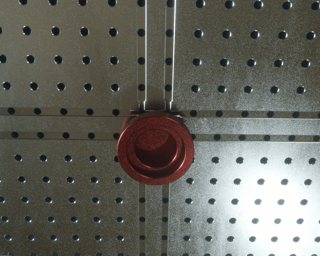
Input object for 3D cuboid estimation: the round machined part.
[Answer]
[{"bbox_3d":[-0.005,0.024,0.413,0.099,0.042,0.097,0,110,-1],"label":"round machined part"}]
